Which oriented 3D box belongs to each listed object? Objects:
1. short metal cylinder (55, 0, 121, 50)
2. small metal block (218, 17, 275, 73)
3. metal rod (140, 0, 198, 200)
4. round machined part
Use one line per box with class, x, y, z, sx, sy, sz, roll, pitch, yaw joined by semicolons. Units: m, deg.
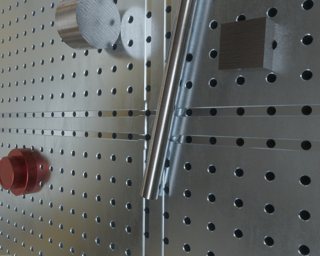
short metal cylinder;-0.105;-0.157;0.458;0.050;0.081;0.079;8;95;39
small metal block;0.093;-0.087;0.332;0.050;0.025;0.050;5;93;39
metal rod;0.014;-0.053;0.395;0.025;0.025;0.298;18;101;38
round machined part;-0.299;0.091;0.641;0.098;0.042;0.097;0;90;39
